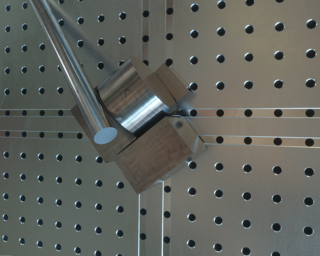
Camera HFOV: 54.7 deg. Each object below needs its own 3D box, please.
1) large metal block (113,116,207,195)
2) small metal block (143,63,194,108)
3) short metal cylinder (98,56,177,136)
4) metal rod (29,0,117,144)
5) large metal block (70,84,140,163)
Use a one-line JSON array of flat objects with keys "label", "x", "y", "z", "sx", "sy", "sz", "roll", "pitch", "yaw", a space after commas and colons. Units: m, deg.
[{"label": "large metal block", "x": 0.004, "y": 0.031, "z": 0.379, "sx": 0.080, "sy": 0.080, "sz": 0.050, "roll": -39, "pitch": 78, "yaw": 15}, {"label": "small metal block", "x": 0.007, "y": -0.049, "z": 0.410, "sx": 0.050, "sy": 0.025, "sz": 0.050, "roll": -43, "pitch": 77, "yaw": 14}, {"label": "short metal cylinder", "x": -0.025, "y": -0.037, "z": 0.364, "sx": 0.050, "sy": 0.080, "sz": 0.080, "roll": -38, "pitch": 78, "yaw": 16}, {"label": "metal rod", "x": -0.124, "y": -0.097, "z": 0.399, "sx": 0.025, "sy": 0.025, "sz": 0.300, "roll": -43, "pitch": 56, "yaw": 15}, {"label": "large metal block", "x": -0.055, "y": -0.005, "z": 0.402, "sx": 0.050, "sy": 0.080, "sz": 0.080, "roll": -39, "pitch": 78, "yaw": 16}]
